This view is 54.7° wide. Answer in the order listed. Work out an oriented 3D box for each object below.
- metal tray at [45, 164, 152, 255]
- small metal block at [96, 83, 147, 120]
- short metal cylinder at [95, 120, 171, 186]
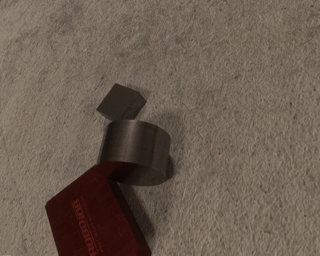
[{"bbox_3d":[-0.078,0.118,0.367,0.090,0.030,0.130,-38,51,3],"label":"metal tray"},{"bbox_3d":[-0.056,-0.033,0.452,0.050,0.025,0.050,25,75,36],"label":"small metal block"},{"bbox_3d":[-0.030,0.032,0.364,0.080,0.080,0.050,-6,59,25],"label":"short metal cylinder"}]
